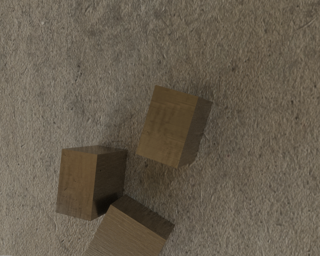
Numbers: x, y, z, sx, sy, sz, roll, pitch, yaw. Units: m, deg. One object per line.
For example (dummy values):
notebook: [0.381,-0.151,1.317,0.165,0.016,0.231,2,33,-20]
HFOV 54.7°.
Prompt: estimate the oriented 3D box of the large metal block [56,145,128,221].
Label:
large metal block: [-0.087,0.068,0.410,0.050,0.080,0.079,7,92,20]

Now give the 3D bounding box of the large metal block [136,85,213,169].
large metal block: [0.020,-0.002,0.372,0.050,0.080,0.080,18,96,19]

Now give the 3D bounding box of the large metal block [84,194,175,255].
large metal block: [-0.038,0.147,0.405,0.080,0.050,0.080,29,100,12]
